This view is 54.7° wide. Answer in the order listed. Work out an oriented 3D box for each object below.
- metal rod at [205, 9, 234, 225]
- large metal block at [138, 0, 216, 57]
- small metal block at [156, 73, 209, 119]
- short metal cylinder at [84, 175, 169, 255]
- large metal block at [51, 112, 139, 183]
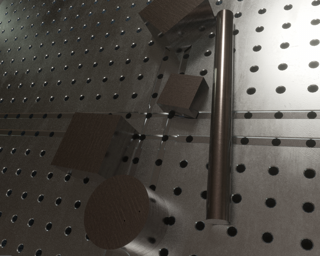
[{"bbox_3d":[0.078,-0.035,0.387,0.025,0.025,0.299,-6,59,25],"label":"metal rod"},{"bbox_3d":[0.027,-0.171,0.482,0.080,0.050,0.080,-40,51,1],"label":"large metal block"},{"bbox_3d":[0.031,-0.044,0.418,0.050,0.025,0.050,13,68,33],"label":"small metal block"},{"bbox_3d":[-0.037,0.099,0.350,0.080,0.050,0.080,-13,56,20],"label":"short metal cylinder"},{"bbox_3d":[-0.086,0.027,0.419,0.080,0.050,0.080,5,64,30],"label":"large metal block"}]
